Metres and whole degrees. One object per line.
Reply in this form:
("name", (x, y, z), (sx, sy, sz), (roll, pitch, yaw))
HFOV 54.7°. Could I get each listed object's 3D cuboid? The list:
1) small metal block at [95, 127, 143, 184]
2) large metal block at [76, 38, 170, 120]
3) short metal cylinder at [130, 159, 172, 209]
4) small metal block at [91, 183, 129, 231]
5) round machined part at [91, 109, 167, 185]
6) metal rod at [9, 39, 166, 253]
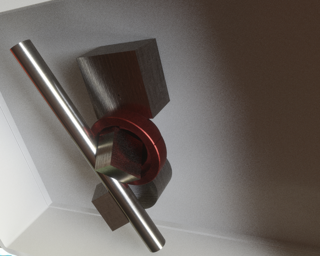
("small metal block", (-0.048, 0.033, 0.373), (0.025, 0.050, 0.050), (-21, 142, 32))
("large metal block", (-0.042, -0.057, 0.374), (0.080, 0.050, 0.080), (0, 119, 28))
("short metal cylinder", (-0.029, 0.070, 0.449), (0.080, 0.050, 0.079), (13, 124, 20))
("small metal block", (-0.065, 0.101, 0.418), (0.025, 0.050, 0.050), (-30, 104, 3))
("round machined part", (-0.036, 0.020, 0.388), (0.098, 0.042, 0.097), (13, 124, 20))
("metal rod", (-0.079, 0.033, 0.377), (0.025, 0.025, 0.299), (-21, 108, 35))
